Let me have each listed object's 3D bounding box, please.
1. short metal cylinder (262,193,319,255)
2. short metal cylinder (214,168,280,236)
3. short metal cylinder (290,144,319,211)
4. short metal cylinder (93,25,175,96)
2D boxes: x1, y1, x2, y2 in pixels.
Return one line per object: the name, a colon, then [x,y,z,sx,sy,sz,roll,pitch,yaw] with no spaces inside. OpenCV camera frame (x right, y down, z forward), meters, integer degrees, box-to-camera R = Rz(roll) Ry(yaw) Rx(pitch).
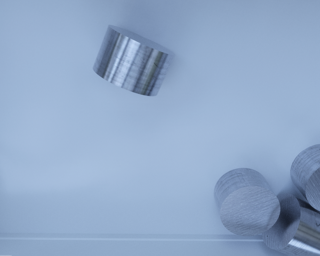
short metal cylinder: [0.189,0.139,0.435,0.050,0.080,0.080,25,108,-9]
short metal cylinder: [0.120,0.103,0.437,0.081,0.050,0.079,0,110,0]
short metal cylinder: [0.229,0.068,0.425,0.081,0.050,0.079,0,110,0]
short metal cylinder: [-0.030,-0.077,0.353,0.080,0.080,0.050,22,109,-8]
